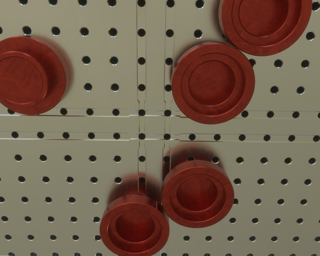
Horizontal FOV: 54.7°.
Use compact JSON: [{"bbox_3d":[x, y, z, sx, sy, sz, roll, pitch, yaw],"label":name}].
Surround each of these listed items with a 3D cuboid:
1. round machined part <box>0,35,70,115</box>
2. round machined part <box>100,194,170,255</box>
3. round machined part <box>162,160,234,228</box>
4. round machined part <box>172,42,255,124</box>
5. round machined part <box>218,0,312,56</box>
[{"bbox_3d":[-0.165,-0.062,0.379,0.099,0.042,0.097,0,110,-1],"label":"round machined part"},{"bbox_3d":[-0.036,0.139,0.455,0.099,0.042,0.097,0,110,-1],"label":"round machined part"},{"bbox_3d":[0.051,0.088,0.438,0.099,0.042,0.097,0,110,-1],"label":"round machined part"},{"bbox_3d":[0.063,-0.057,0.384,0.099,0.042,0.097,0,110,-1],"label":"round machined part"},{"bbox_3d":[0.116,-0.135,0.356,0.099,0.042,0.097,0,110,-1],"label":"round machined part"}]
